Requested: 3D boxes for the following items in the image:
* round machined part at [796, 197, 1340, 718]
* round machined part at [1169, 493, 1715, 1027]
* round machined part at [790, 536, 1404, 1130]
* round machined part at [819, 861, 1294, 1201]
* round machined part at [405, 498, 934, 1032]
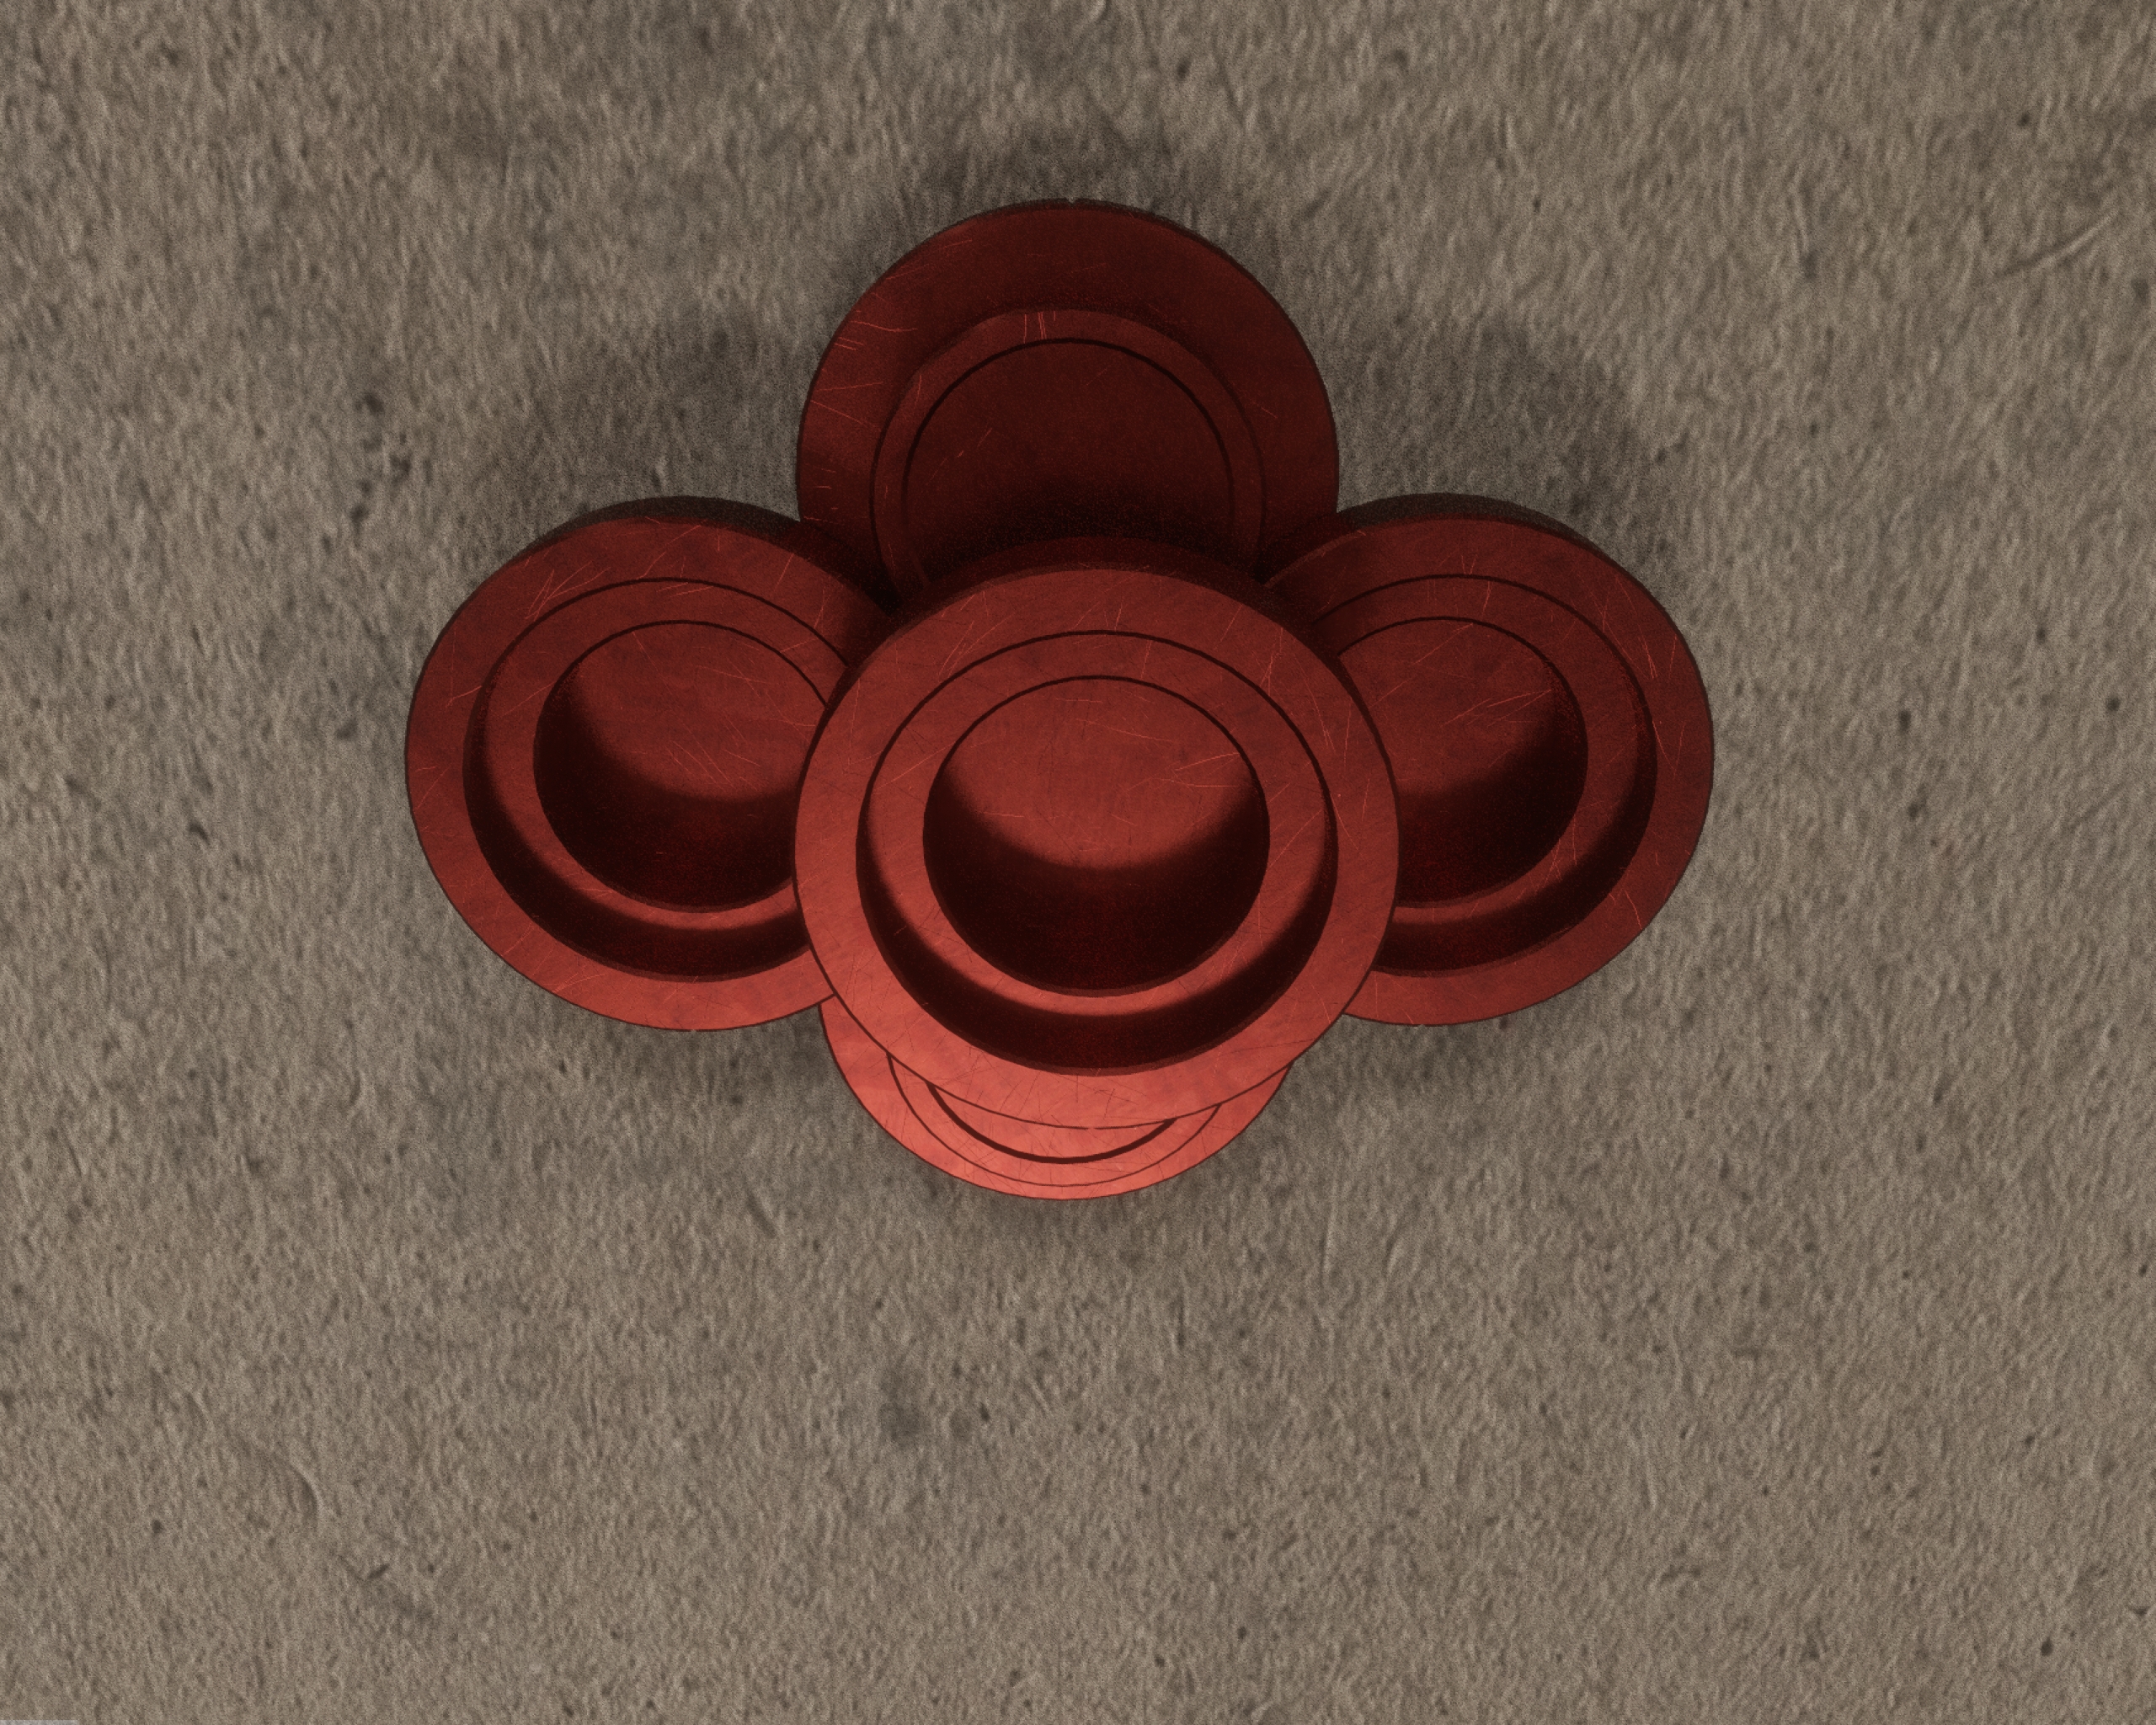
[{"bbox_3d":[-0.002,-0.068,0.377,0.099,0.042,0.097,0,110,-1],"label":"round machined part"},{"bbox_3d":[0.065,-0.022,0.395,0.099,0.042,0.097,0,110,-1],"label":"round machined part"},{"bbox_3d":[0.003,-0.007,0.354,0.099,0.042,0.097,0,111,-1],"label":"round machined part"},{"bbox_3d":[-0.003,0.024,0.411,0.099,0.042,0.097,0,110,-1],"label":"round machined part"},{"bbox_3d":[-0.071,-0.021,0.393,0.099,0.042,0.097,0,110,-1],"label":"round machined part"}]
